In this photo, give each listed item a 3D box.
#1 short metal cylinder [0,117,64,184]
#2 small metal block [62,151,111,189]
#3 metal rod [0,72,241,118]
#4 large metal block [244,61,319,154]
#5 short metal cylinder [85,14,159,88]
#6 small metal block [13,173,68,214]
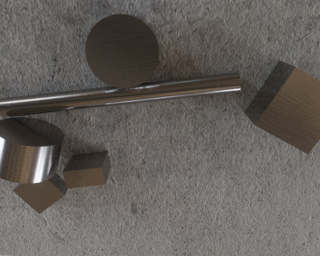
[{"bbox_3d":[-0.166,0.026,0.388,0.080,0.080,0.050,16,109,-6],"label":"short metal cylinder"},{"bbox_3d":[-0.096,0.055,0.415,0.050,0.050,0.025,-7,110,2],"label":"small metal block"},{"bbox_3d":[-0.051,-0.042,0.393,0.302,0.025,0.025,-6,110,1],"label":"metal rod"},{"bbox_3d":[0.168,-0.027,0.389,0.080,0.050,0.080,27,108,-10],"label":"large metal block"},{"bbox_3d":[-0.041,-0.091,0.362,0.081,0.050,0.079,0,110,-1],"label":"short metal cylinder"},{"bbox_3d":[-0.167,0.085,0.439,0.050,0.025,0.050,-37,107,12],"label":"small metal block"}]
